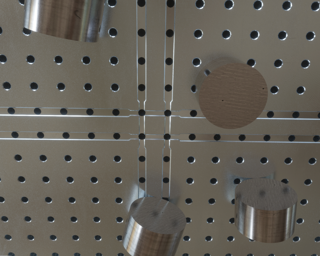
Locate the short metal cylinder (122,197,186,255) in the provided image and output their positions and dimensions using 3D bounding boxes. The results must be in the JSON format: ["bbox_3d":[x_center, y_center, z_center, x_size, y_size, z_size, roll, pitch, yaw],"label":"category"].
[{"bbox_3d":[-0.009,0.142,0.436,0.081,0.080,0.050,14,110,-6],"label":"short metal cylinder"}]

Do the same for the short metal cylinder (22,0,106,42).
[{"bbox_3d":[-0.103,-0.128,0.335,0.081,0.080,0.050,13,110,-5],"label":"short metal cylinder"}]

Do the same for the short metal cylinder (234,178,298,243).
[{"bbox_3d":[0.144,0.111,0.427,0.081,0.080,0.050,-4,110,1],"label":"short metal cylinder"}]

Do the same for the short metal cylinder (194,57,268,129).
[{"bbox_3d":[0.086,-0.045,0.385,0.081,0.050,0.079,0,110,-1],"label":"short metal cylinder"}]
